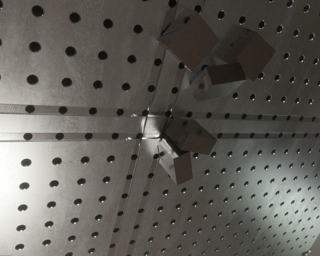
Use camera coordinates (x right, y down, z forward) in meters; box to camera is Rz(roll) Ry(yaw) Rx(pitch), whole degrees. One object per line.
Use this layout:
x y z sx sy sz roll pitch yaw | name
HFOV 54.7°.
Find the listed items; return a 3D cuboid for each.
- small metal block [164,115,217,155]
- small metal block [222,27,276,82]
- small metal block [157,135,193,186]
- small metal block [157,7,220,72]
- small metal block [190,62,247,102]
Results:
0.041 0.010 0.426 0.050 0.050 0.025 14 111 -34 | small metal block
0.120 -0.098 0.419 0.050 0.025 0.050 25 105 -37 | small metal block
0.021 0.043 0.435 0.025 0.050 0.050 -21 127 -16 | small metal block
0.034 -0.104 0.367 0.050 0.025 0.050 -49 129 6 | small metal block
0.074 -0.059 0.400 0.050 0.025 0.050 -12 166 -22 | small metal block
